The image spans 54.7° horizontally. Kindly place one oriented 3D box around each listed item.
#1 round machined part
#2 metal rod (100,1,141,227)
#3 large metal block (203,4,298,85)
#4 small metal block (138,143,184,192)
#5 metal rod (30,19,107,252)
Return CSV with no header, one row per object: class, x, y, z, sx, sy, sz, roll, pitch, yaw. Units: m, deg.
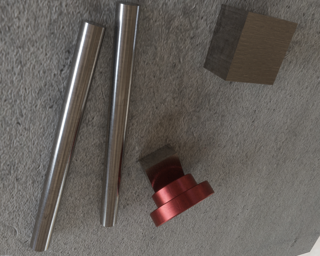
round machined part,0.027,0.102,0.456,0.098,0.042,0.098,-29,164,-9
metal rod,-0.053,0.005,0.381,0.025,0.025,0.298,-5,121,-26
large metal block,0.112,-0.103,0.390,0.081,0.050,0.079,0,119,-29
small metal block,0.003,0.058,0.446,0.050,0.025,0.050,-28,128,-11
metal rod,-0.113,0.026,0.362,0.025,0.025,0.298,6,115,-32
